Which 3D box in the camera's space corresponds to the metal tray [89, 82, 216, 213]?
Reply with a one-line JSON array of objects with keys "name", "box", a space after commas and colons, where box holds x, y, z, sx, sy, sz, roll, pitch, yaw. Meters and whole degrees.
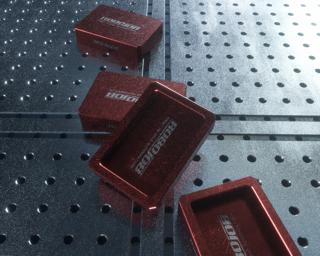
[{"name": "metal tray", "box": [-0.006, 0.019, 0.360, 0.090, 0.030, 0.130, 31, 72, 15]}]

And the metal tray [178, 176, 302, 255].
[{"name": "metal tray", "box": [0.081, 0.118, 0.305, 0.091, 0.030, 0.130, -14, 51, -12]}]

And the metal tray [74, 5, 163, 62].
[{"name": "metal tray", "box": [-0.071, -0.171, 0.547, 0.130, 0.030, 0.090, 20, 53, 16]}]

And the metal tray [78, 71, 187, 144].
[{"name": "metal tray", "box": [-0.035, -0.032, 0.431, 0.131, 0.030, 0.090, 10, 51, 8]}]
